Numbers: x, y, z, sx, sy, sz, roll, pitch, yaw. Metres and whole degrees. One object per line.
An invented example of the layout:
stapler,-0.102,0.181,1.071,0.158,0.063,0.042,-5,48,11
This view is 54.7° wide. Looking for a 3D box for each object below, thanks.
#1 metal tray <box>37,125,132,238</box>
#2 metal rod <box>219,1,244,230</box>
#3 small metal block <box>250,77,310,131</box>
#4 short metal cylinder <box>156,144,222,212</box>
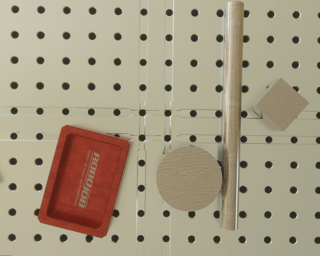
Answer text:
metal tray,-0.097,0.068,0.409,0.091,0.030,0.129,15,90,-1
metal rod,0.096,-0.016,0.414,0.025,0.025,0.298,2,90,-1
small metal block,0.159,-0.031,0.416,0.050,0.025,0.050,42,90,-1
short metal cylinder,0.036,0.062,0.401,0.081,0.050,0.079,0,90,-1
